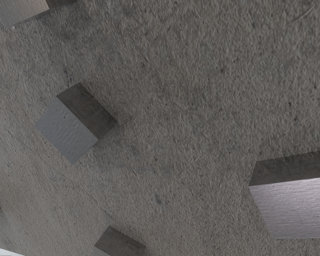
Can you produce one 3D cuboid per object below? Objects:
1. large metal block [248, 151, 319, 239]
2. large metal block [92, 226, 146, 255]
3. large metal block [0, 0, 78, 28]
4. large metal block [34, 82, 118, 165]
[{"bbox_3d":[0.159,0.078,0.355,0.080,0.050,0.080,-16,110,34],"label":"large metal block"},{"bbox_3d":[-0.080,0.245,0.585,0.080,0.050,0.079,25,127,13],"label":"large metal block"},{"bbox_3d":[-0.159,-0.174,0.367,0.080,0.050,0.080,-7,115,31],"label":"large metal block"},{"bbox_3d":[-0.122,-0.005,0.452,0.080,0.050,0.080,47,129,-5],"label":"large metal block"}]
